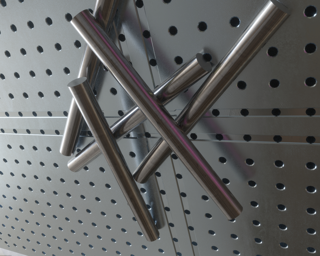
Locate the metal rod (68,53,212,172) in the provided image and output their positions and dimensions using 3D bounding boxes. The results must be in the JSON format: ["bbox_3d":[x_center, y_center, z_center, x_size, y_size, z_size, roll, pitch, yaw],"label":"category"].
[{"bbox_3d":[-0.048,-0.004,0.432,0.299,0.025,0.025,-35,99,38],"label":"metal rod"}]

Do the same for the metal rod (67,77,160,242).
[{"bbox_3d":[-0.057,0.064,0.454,0.025,0.025,0.299,-1,126,28],"label":"metal rod"}]

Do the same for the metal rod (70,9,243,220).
[{"bbox_3d":[0.002,-0.009,0.369,0.025,0.025,0.300,-31,101,38],"label":"metal rod"}]

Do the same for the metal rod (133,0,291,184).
[{"bbox_3d":[0.040,-0.019,0.377,0.025,0.025,0.298,38,129,2],"label":"metal rod"}]

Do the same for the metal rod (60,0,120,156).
[{"bbox_3d":[-0.099,-0.067,0.420,0.025,0.025,0.298,32,128,7],"label":"metal rod"}]
